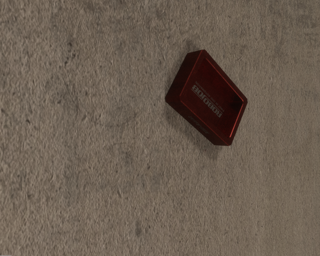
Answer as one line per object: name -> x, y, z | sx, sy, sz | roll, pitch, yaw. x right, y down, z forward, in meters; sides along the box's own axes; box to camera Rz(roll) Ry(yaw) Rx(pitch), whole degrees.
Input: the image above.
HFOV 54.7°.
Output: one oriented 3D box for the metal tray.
metal tray -> 0.075, -0.042, 0.466 | 0.130, 0.030, 0.090 | 39, 66, -33
